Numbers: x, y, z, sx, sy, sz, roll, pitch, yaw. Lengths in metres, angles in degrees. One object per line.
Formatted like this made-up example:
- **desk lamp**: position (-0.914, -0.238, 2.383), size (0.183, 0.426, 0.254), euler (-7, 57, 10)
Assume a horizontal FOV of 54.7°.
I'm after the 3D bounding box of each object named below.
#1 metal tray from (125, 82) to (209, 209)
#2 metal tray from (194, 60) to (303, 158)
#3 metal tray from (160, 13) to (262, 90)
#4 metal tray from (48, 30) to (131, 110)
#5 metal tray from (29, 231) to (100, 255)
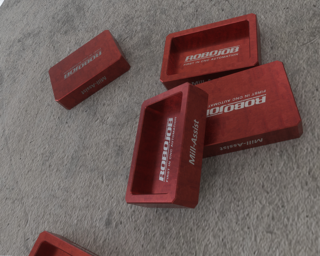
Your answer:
- **metal tray**: position (0.007, 0.022, 0.350), size (0.090, 0.030, 0.130), euler (-17, 58, 50)
- **metal tray**: position (0.088, -0.020, 0.366), size (0.130, 0.030, 0.090), euler (-15, 56, 19)
- **metal tray**: position (0.069, -0.101, 0.425), size (0.130, 0.030, 0.090), euler (-7, 59, 24)
- **metal tray**: position (-0.123, -0.100, 0.527), size (0.130, 0.030, 0.090), euler (-33, 52, 7)
- **metal tray**: position (-0.102, 0.181, 0.343), size (0.130, 0.030, 0.090), euler (11, 67, 32)
